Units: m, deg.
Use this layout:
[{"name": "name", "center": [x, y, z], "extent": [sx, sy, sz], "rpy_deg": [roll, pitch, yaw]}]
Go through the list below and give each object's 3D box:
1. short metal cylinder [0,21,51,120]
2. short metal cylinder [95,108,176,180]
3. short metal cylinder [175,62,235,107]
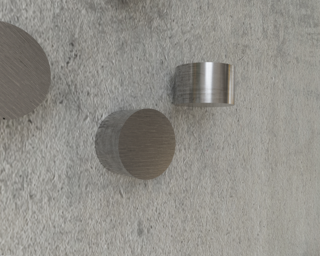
[{"name": "short metal cylinder", "center": [-0.144, -0.046, 0.268], "extent": [0.081, 0.050, 0.080], "rpy_deg": [0, 90, -40]}, {"name": "short metal cylinder", "center": [-0.028, 0.018, 0.365], "extent": [0.081, 0.050, 0.080], "rpy_deg": [0, 90, -40]}, {"name": "short metal cylinder", "center": [0.060, -0.056, 0.419], "extent": [0.081, 0.080, 0.050], "rpy_deg": [1, 90, -40]}]
